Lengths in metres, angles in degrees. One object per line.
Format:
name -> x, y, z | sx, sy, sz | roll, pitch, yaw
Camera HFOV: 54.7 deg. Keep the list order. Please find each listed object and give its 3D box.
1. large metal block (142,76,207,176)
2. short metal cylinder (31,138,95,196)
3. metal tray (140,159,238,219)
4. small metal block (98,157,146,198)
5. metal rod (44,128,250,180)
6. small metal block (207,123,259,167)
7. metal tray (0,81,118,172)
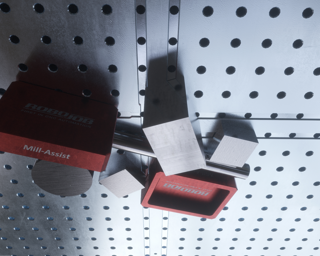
large metal block -> 0.018, -0.002, 0.375 | 0.050, 0.080, 0.080 | -14, 129, 12
short metal cylinder -> -0.132, 0.052, 0.437 | 0.081, 0.050, 0.079 | 0, 130, 0
metal tray -> 0.044, 0.098, 0.491 | 0.131, 0.030, 0.089 | 14, 129, -12
small metal block -> -0.058, 0.077, 0.478 | 0.050, 0.025, 0.050 | -26, 126, 20
metal rod -> -0.013, 0.028, 0.435 | 0.302, 0.025, 0.025 | 15, 129, -13
small metal block -> 0.101, 0.025, 0.433 | 0.050, 0.025, 0.050 | 13, 129, -11
metal tray -> -0.120, -0.004, 0.363 | 0.131, 0.090, 0.030 | 14, 129, -12
